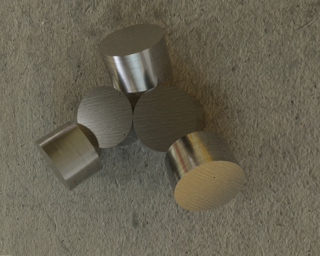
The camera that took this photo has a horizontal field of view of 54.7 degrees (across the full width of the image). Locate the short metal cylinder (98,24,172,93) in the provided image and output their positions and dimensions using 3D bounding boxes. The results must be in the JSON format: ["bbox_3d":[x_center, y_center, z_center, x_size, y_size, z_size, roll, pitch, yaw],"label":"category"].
[{"bbox_3d":[-0.029,-0.088,0.385,0.080,0.080,0.050,2,133,20],"label":"short metal cylinder"}]

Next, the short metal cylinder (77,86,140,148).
[{"bbox_3d":[-0.063,-0.014,0.419,0.080,0.050,0.080,0,90,20],"label":"short metal cylinder"}]

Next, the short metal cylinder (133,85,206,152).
[{"bbox_3d":[0.013,-0.011,0.392,0.080,0.050,0.080,0,90,20],"label":"short metal cylinder"}]

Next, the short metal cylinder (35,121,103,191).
[{"bbox_3d":[-0.123,0.038,0.418,0.050,0.080,0.080,-36,75,-24],"label":"short metal cylinder"}]

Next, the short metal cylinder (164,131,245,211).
[{"bbox_3d":[0.050,0.050,0.357,0.080,0.080,0.050,-39,36,16],"label":"short metal cylinder"}]
